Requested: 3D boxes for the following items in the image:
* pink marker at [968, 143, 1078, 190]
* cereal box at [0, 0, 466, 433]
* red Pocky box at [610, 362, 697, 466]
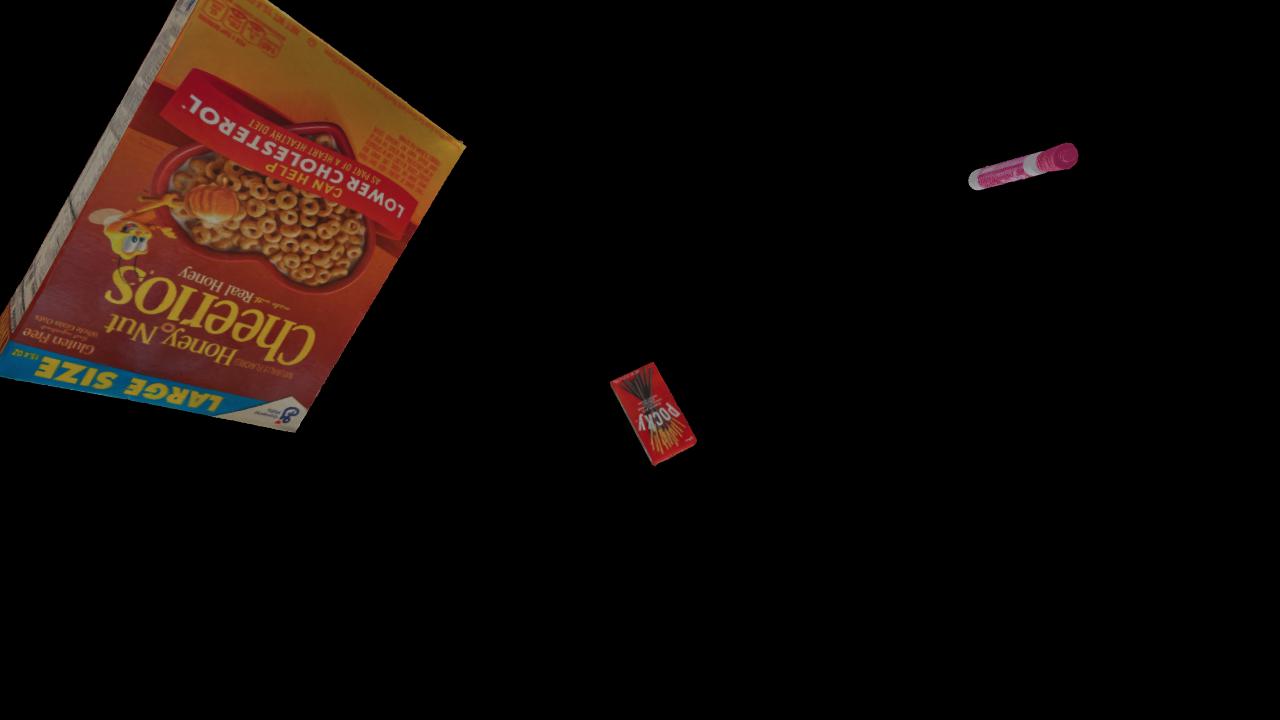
[{"bbox_3d":[0.308,-0.155,0.499,0.020,0.020,0.121,0,8,-1],"label":"pink marker"},{"bbox_3d":[-0.304,-0.101,0.484,0.081,0.306,0.203,35,4,39],"label":"cereal box"},{"bbox_3d":[0.022,0.086,1.003,0.083,0.155,0.028,-25,-17,-14],"label":"red Pocky box"}]
